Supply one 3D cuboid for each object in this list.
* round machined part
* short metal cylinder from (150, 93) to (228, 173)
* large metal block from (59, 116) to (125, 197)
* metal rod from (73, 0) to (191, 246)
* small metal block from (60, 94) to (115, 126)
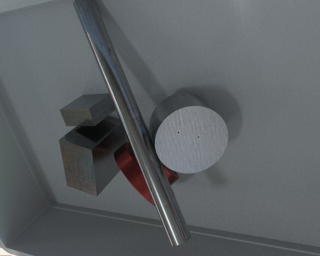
[{"bbox_3d":[-0.012,0.055,0.413,0.042,0.098,0.098,-42,96,4],"label":"round machined part"},{"bbox_3d":[0.031,0.005,0.355,0.081,0.050,0.079,-3,113,-8],"label":"short metal cylinder"},{"bbox_3d":[-0.091,0.035,0.441,0.050,0.080,0.079,15,124,19],"label":"large metal block"},{"bbox_3d":[-0.033,-0.011,0.357,0.025,0.025,0.299,-24,87,36],"label":"metal rod"},{"bbox_3d":[-0.099,-0.025,0.427,0.050,0.050,0.025,0,118,28],"label":"small metal block"}]
